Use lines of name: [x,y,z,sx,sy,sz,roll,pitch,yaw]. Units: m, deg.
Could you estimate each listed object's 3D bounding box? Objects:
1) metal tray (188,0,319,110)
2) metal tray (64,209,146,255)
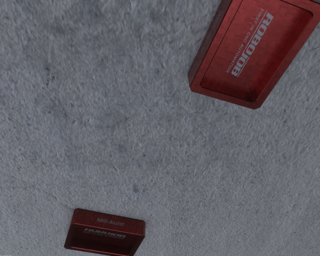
metal tray: [0.095,-0.087,0.331,0.091,0.030,0.129,15,129,-13]
metal tray: [-0.102,0.197,0.569,0.131,0.030,0.089,15,129,-13]
